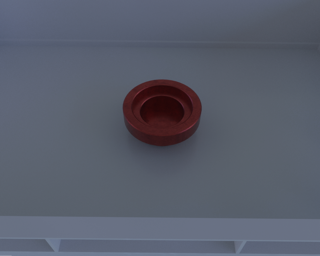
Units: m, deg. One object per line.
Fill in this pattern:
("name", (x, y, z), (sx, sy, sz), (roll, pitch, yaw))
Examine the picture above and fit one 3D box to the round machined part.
("round machined part", (0.003, -0.015, 0.402), (0.099, 0.042, 0.098), (0, 50, 0))
